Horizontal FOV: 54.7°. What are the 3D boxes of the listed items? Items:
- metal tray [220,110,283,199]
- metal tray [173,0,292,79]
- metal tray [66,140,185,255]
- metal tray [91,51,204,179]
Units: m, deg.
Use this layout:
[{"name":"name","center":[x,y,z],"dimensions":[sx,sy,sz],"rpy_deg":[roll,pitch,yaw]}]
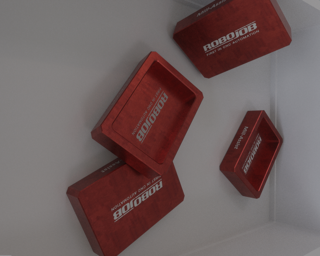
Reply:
[{"name":"metal tray","center":[0.163,0.044,0.539],"dimensions":[0.090,0.030,0.130],"rpy_deg":[47,62,-30]},{"name":"metal tray","center":[0.095,-0.127,0.415],"dimensions":[0.090,0.130,0.030],"rpy_deg":[44,44,-32]},{"name":"metal tray","center":[-0.034,0.081,0.375],"dimensions":[0.131,0.030,0.090],"rpy_deg":[-30,109,-36]},{"name":"metal tray","center":[-0.009,-0.017,0.369],"dimensions":[0.090,0.030,0.130],"rpy_deg":[39,58,-17]}]
